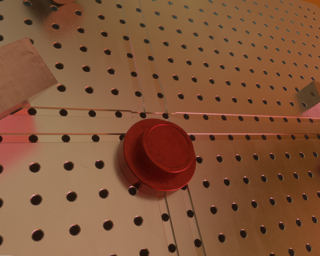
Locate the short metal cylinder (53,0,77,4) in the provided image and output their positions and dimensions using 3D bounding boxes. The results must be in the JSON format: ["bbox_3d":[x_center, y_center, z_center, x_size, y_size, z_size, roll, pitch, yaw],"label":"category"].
[{"bbox_3d":[-0.136,-0.224,0.436,0.050,0.080,0.081,50,51,6],"label":"short metal cylinder"}]

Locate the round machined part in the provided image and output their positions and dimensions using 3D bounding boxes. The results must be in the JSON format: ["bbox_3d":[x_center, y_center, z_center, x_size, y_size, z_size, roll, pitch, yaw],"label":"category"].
[{"bbox_3d":[0.002,0.030,0.380,0.099,0.042,0.098,14,56,-21],"label":"round machined part"}]

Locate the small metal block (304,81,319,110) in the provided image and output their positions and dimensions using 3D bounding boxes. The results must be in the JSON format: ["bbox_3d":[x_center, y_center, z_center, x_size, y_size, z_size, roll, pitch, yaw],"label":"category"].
[{"bbox_3d":[0.323,-0.062,0.620,0.050,0.025,0.050,10,57,-23],"label":"small metal block"}]

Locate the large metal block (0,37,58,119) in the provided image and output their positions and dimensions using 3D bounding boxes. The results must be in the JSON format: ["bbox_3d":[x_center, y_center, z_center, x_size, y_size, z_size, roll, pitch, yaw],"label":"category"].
[{"bbox_3d":[-0.161,-0.037,0.300,0.080,0.080,0.050,-42,107,-40],"label":"large metal block"}]
